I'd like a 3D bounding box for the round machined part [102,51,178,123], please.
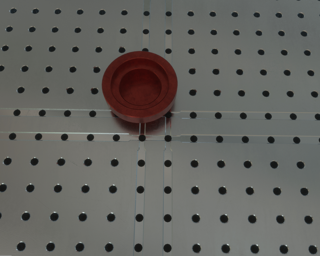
[{"bbox_3d":[-0.026,-0.052,0.421,0.099,0.042,0.098,0,70,-1],"label":"round machined part"}]
